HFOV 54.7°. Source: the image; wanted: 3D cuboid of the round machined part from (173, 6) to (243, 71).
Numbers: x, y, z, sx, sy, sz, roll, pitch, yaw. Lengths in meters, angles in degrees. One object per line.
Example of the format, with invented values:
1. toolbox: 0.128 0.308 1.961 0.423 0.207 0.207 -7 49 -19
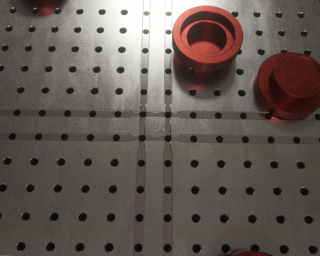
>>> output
1. round machined part: 0.067 -0.124 0.449 0.099 0.042 0.098 0 70 -1

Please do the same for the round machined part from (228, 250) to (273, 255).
1. round machined part: 0.100 0.185 0.336 0.099 0.042 0.098 0 70 -1

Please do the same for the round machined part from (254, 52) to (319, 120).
1. round machined part: 0.184 -0.064 0.428 0.099 0.042 0.098 0 70 -1
